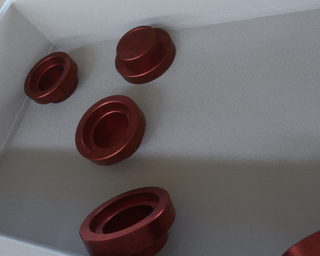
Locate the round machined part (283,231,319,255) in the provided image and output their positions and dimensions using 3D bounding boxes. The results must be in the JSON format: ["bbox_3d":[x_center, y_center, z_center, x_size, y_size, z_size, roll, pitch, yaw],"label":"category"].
[{"bbox_3d":[0.139,0.105,0.219,0.098,0.098,0.042,-27,44,11],"label":"round machined part"}]

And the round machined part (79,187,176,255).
[{"bbox_3d":[-0.030,0.105,0.325,0.098,0.042,0.098,-19,12,5],"label":"round machined part"}]

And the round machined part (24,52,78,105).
[{"bbox_3d":[-0.184,-0.082,0.542,0.098,0.042,0.098,-13,56,21],"label":"round machined part"}]

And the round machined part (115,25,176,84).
[{"bbox_3d":[-0.029,-0.120,0.484,0.098,0.042,0.098,-13,56,21],"label":"round machined part"}]

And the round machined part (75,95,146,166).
[{"bbox_3d":[-0.063,0.007,0.424,0.098,0.042,0.098,-13,56,21],"label":"round machined part"}]
